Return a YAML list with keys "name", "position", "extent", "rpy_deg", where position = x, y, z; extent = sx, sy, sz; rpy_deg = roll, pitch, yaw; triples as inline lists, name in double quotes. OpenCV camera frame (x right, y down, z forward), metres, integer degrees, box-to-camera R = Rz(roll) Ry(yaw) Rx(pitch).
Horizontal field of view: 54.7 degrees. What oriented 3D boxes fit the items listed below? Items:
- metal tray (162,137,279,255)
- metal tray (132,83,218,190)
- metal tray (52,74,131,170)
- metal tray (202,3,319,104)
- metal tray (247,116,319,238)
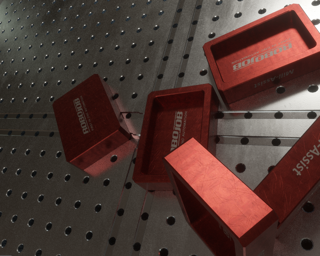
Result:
- name: "metal tray"
  position: [0.051, 0.078, 0.264]
  extent: [0.030, 0.130, 0.090]
  rpy_deg: [-35, 50, -13]
- name: "metal tray"
  position: [0.022, 0.010, 0.385]
  extent: [0.090, 0.030, 0.130]
  rpy_deg: [-5, 59, 25]
- name: "metal tray"
  position: [-0.107, -0.013, 0.468]
  extent: [0.090, 0.030, 0.130]
  rpy_deg: [-33, 52, 6]
- name: "metal tray"
  position: [0.129, -0.095, 0.394]
  extent: [0.130, 0.030, 0.090]
  rpy_deg: [-21, 54, 15]
- name: "metal tray"
  position: [0.132, 0.034, 0.273]
  extent: [0.130, 0.090, 0.030]
  rpy_deg: [-47, 60, -5]
